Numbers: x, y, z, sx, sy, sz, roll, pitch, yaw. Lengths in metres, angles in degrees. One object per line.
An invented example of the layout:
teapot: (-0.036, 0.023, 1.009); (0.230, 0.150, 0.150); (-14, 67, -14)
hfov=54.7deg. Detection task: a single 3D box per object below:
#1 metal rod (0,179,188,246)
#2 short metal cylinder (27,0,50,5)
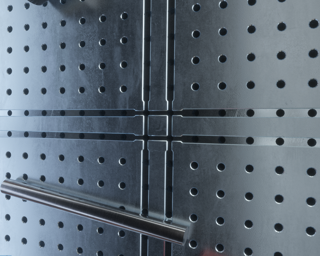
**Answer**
metal rod: (-0.107, 0.117, 0.450); (0.301, 0.025, 0.025); (9, 93, 19)
short metal cylinder: (-0.177, -0.227, 0.446); (0.050, 0.080, 0.080); (-24, 82, 18)
